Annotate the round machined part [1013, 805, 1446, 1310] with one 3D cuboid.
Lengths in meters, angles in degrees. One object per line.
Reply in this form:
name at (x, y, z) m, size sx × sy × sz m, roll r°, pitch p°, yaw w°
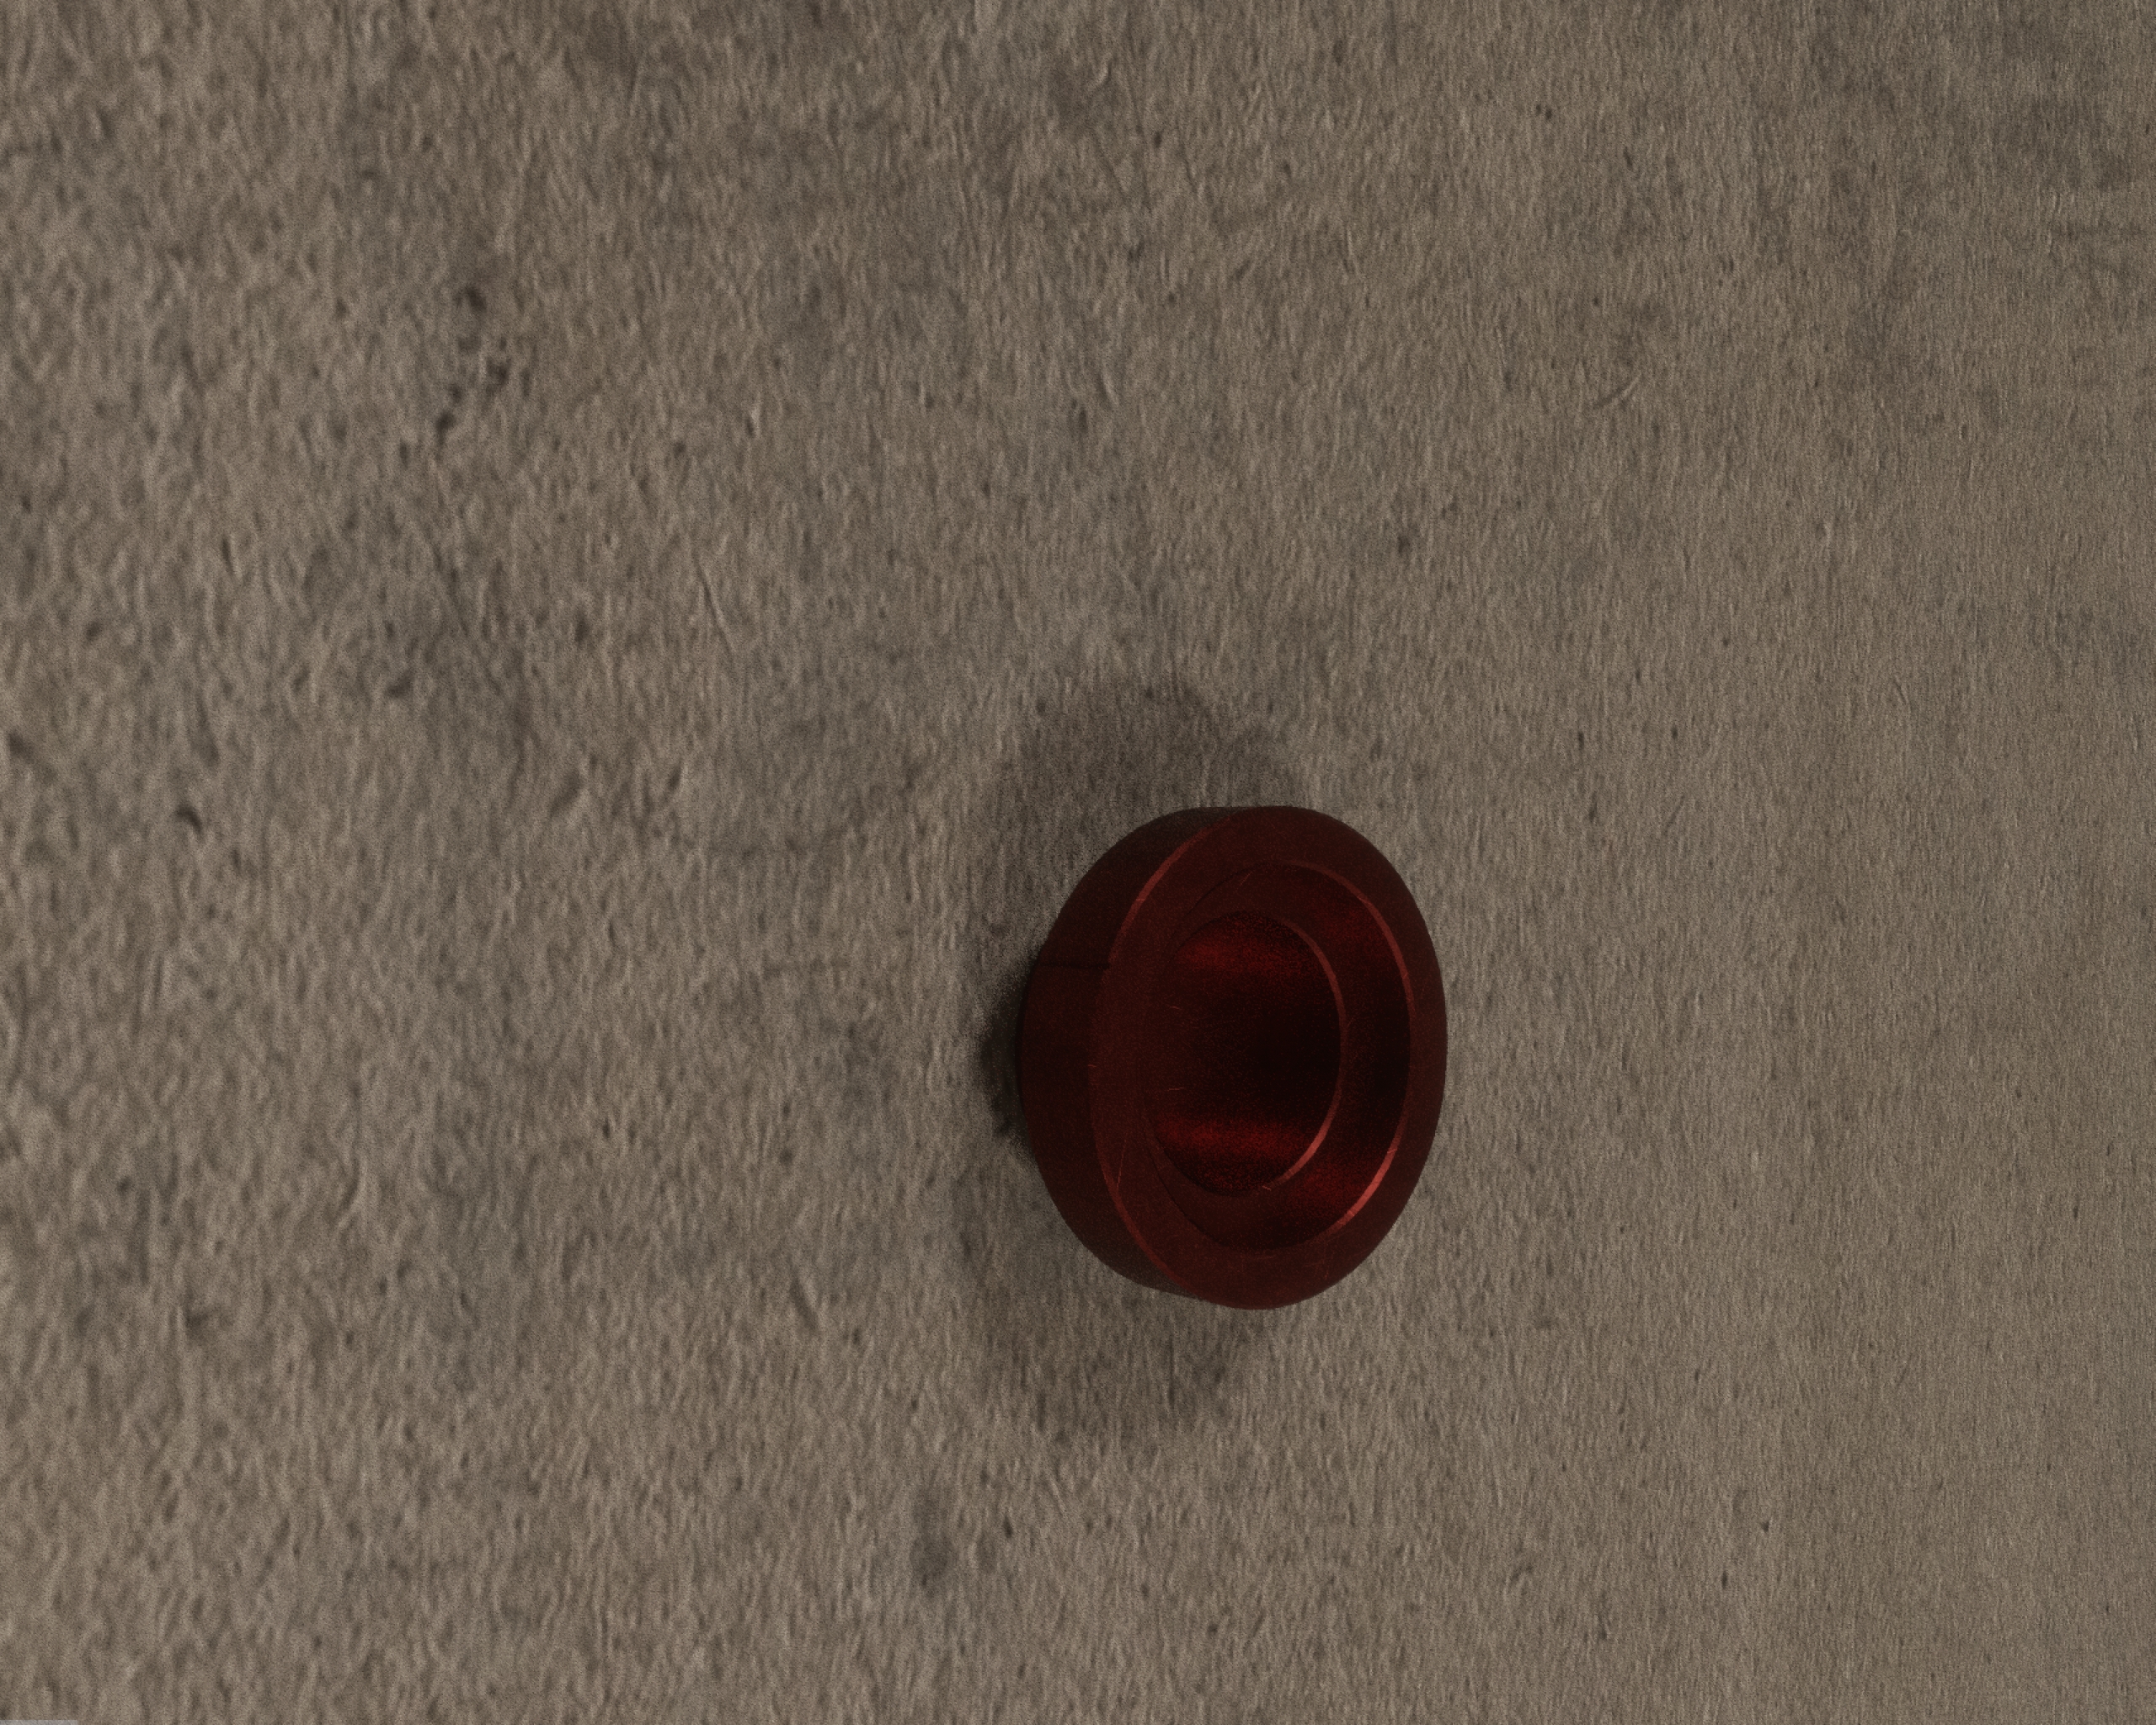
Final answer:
round machined part at (0.026, 0.037, 0.419) m, size 0.099 × 0.042 × 0.097 m, roll 0°, pitch 90°, yaw -40°
